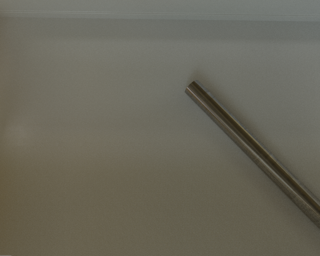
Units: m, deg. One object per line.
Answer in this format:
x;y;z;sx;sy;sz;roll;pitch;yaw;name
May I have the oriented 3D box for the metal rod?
0.142;0.049;0.392;0.025;0.025;0.300;-39;75;-13;metal rod
